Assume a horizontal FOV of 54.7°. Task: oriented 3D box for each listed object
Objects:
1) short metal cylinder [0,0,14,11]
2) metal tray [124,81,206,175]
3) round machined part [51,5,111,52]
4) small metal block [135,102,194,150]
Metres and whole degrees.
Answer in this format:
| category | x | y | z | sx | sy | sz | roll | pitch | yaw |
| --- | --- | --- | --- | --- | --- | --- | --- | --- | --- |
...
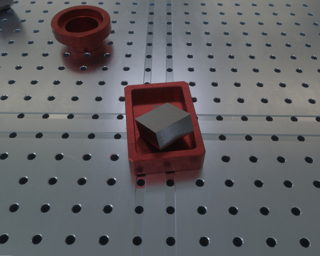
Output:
| category | x | y | z | sx | sy | sz | roll | pitch | yaw |
| --- | --- | --- | --- | --- | --- | --- | --- | --- | --- |
| short metal cylinder | -0.327 | -0.263 | 0.590 | 0.080 | 0.080 | 0.050 | 36 | 59 | 26 |
| metal tray | 0.002 | -0.005 | 0.408 | 0.091 | 0.030 | 0.130 | -5 | 50 | -5 |
| round machined part | -0.133 | -0.169 | 0.537 | 0.099 | 0.042 | 0.098 | 0 | 50 | 0 |
| small metal block | 0.005 | -0.004 | 0.383 | 0.050 | 0.025 | 0.050 | -28 | 33 | -22 |
